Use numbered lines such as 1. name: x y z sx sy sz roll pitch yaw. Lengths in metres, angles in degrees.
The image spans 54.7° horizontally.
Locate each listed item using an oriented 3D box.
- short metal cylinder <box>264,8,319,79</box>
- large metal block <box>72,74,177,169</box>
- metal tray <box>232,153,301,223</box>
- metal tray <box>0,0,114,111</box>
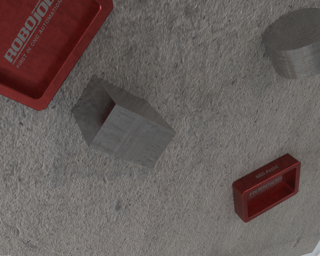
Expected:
1. short metal cylinder: 0.183 -0.110 0.403 0.080 0.080 0.050 -40 129 -1
2. large metal block: -0.042 -0.007 0.344 0.080 0.080 0.050 25 105 -37
3. metal tray: 0.201 0.113 0.583 0.131 0.030 0.090 -25 128 -14
4. metal tray: -0.116 -0.090 0.284 0.090 0.030 0.130 29 102 -38
